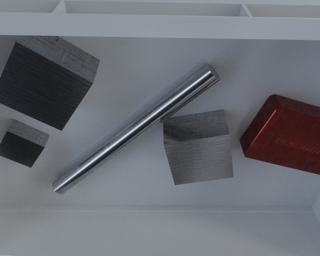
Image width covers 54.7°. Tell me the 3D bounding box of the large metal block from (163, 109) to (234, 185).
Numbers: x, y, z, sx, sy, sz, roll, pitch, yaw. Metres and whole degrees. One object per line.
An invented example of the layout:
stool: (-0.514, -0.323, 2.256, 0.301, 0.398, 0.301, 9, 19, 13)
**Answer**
large metal block: (0.052, 0.027, 0.417, 0.080, 0.050, 0.080, -9, 130, 7)

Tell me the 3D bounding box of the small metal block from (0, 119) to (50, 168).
small metal block: (-0.188, 0.022, 0.425, 0.050, 0.025, 0.050, 28, 124, -23)

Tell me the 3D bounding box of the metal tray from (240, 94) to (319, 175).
metal tray: (0.188, 0.013, 0.420, 0.131, 0.030, 0.089, 14, 129, -12)

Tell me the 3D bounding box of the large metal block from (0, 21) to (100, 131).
large metal block: (-0.125, -0.055, 0.344, 0.080, 0.050, 0.080, 28, 125, -22)

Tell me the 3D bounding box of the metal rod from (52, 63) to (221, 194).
metal rod: (-0.048, 0.014, 0.420, 0.299, 0.025, 0.025, -36, 122, 26)
